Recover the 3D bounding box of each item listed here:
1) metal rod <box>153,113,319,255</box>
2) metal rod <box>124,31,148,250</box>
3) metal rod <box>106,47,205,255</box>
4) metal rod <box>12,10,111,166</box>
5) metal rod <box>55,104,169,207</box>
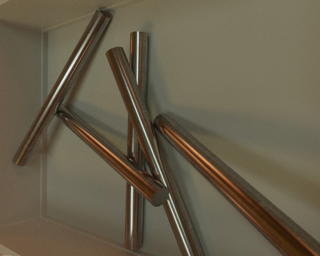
[{"bbox_3d":[0.068,0.055,0.288,0.300,0.025,0.025,44,118,53],"label":"metal rod"},{"bbox_3d":[-0.033,0.018,0.434,0.025,0.025,0.298,3,92,40],"label":"metal rod"},{"bbox_3d":[-0.007,0.034,0.393,0.025,0.025,0.299,-29,78,36],"label":"metal rod"},{"bbox_3d":[-0.169,-0.058,0.517,0.025,0.025,0.299,44,107,31],"label":"metal rod"},{"bbox_3d":[-0.092,0.022,0.457,0.300,0.025,0.025,31,110,44],"label":"metal rod"}]
